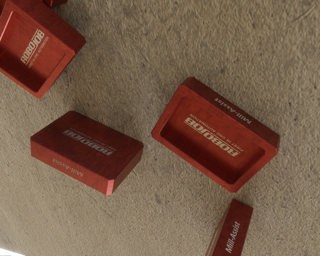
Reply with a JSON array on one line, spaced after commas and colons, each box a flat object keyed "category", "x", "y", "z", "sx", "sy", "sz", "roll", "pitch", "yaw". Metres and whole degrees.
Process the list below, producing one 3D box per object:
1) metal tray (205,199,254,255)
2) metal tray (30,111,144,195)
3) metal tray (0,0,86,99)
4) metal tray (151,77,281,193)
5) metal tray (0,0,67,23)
[{"category": "metal tray", "x": 0.079, "y": 0.166, "z": 0.400, "sx": 0.030, "sy": 0.131, "sz": 0.089, "roll": 25, "pitch": 127, "yaw": 13}, {"category": "metal tray", "x": -0.101, "y": 0.030, "z": 0.436, "sx": 0.130, "sy": 0.090, "sz": 0.030, "roll": 24, "pitch": 127, "yaw": 13}, {"category": "metal tray", "x": -0.165, "y": -0.101, "z": 0.403, "sx": 0.090, "sy": 0.030, "sz": 0.129, "roll": 39, "pitch": 138, "yaw": -19}, {"category": "metal tray", "x": 0.064, "y": 0.010, "z": 0.376, "sx": 0.130, "sy": 0.030, "sz": 0.089, "roll": 35, "pitch": 129, "yaw": 4}, {"category": "metal tray", "x": -0.187, "y": -0.183, "z": 0.388, "sx": 0.130, "sy": 0.030, "sz": 0.090, "roll": -6, "pitch": 116, "yaw": 31}]
